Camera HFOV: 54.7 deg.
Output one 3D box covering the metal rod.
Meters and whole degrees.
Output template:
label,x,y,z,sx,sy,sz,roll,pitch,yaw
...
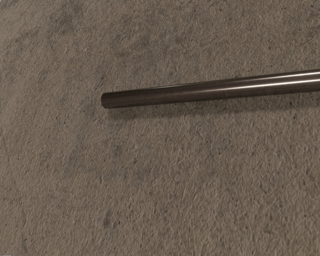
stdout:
label,x,y,z,sx,sy,sz,roll,pitch,yaw
metal rod,0.053,-0.048,0.404,0.301,0.025,0.025,-3,61,26
